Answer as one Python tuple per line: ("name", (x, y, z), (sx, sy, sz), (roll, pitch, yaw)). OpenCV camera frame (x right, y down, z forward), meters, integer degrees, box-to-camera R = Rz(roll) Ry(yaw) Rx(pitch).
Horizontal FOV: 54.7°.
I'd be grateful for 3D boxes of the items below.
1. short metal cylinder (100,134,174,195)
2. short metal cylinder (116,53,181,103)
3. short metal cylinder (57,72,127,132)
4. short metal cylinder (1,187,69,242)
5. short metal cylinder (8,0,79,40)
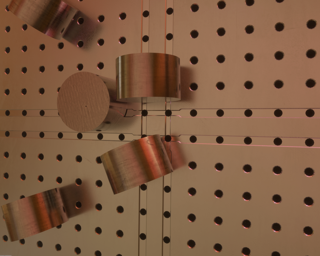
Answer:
("short metal cylinder", (-0.029, 0.046, 0.393), (0.080, 0.080, 0.050), (-24, 82, 18))
("short metal cylinder", (-0.015, -0.060, 0.388), (0.080, 0.080, 0.050), (-1, 90, 19))
("short metal cylinder", (-0.094, -0.035, 0.431), (0.080, 0.050, 0.079), (0, 90, 19))
("short metal cylinder", (-0.178, 0.122, 0.444), (0.080, 0.080, 0.050), (-21, 83, 18))
("short metal cylinder", (-0.164, -0.170, 0.440), (0.080, 0.080, 0.050), (39, 102, 15))
